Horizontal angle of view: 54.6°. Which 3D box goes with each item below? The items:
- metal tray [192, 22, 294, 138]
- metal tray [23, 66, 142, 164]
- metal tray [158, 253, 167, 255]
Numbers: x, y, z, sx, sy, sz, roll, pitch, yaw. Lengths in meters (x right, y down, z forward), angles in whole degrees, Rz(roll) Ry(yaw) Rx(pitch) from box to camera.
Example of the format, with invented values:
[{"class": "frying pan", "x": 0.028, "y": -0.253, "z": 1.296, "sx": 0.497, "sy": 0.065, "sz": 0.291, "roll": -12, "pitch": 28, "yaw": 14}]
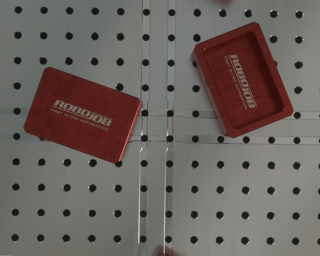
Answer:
[{"class": "metal tray", "x": 0.108, "y": -0.062, "z": 0.411, "sx": 0.090, "sy": 0.030, "sz": 0.130, "roll": -22, "pitch": 90, "yaw": 0}, {"class": "metal tray", "x": -0.100, "y": -0.016, "z": 0.410, "sx": 0.131, "sy": 0.030, "sz": 0.090, "roll": 20, "pitch": 90, "yaw": 0}, {"class": "metal tray", "x": 0.033, "y": 0.240, "z": 0.411, "sx": 0.130, "sy": 0.030, "sz": 0.090, "roll": 30, "pitch": 90, "yaw": 0}]
